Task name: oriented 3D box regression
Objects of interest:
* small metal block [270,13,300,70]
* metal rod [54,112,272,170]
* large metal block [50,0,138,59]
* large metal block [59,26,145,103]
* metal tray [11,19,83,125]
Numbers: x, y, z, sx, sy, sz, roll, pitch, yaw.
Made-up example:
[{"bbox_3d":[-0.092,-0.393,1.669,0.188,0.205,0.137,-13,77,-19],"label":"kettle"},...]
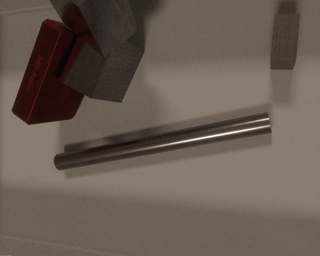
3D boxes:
[{"bbox_3d":[0.140,-0.095,0.348,0.025,0.050,0.050,5,92,20],"label":"small metal block"},{"bbox_3d":[-0.010,0.022,0.413,0.301,0.025,0.025,-12,86,19],"label":"metal rod"},{"bbox_3d":[-0.076,-0.134,0.326,0.050,0.080,0.080,-44,70,-10],"label":"large metal block"},{"bbox_3d":[-0.073,-0.082,0.406,0.050,0.080,0.080,28,99,17],"label":"large metal block"},{"bbox_3d":[-0.132,-0.070,0.412,0.030,0.090,0.129,33,108,17],"label":"metal tray"}]
